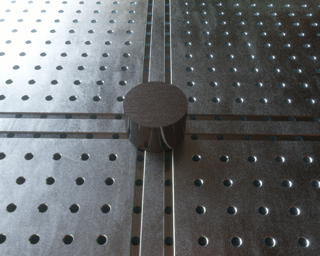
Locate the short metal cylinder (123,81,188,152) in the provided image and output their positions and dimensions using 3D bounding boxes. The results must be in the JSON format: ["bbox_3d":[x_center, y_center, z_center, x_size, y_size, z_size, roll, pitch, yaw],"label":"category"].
[{"bbox_3d":[-0.006,-0.015,0.404,0.081,0.050,0.080,0,50,0],"label":"short metal cylinder"}]
